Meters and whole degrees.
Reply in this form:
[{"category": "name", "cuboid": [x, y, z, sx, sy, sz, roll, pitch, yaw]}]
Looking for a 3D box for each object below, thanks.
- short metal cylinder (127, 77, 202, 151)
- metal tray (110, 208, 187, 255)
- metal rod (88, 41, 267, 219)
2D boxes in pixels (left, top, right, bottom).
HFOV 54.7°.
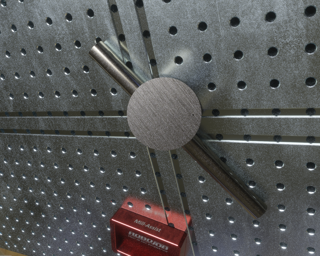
[{"category": "short metal cylinder", "cuboid": [0.006, -0.018, 0.358, 0.080, 0.050, 0.079, 1, 99, 4]}, {"category": "metal tray", "cuboid": [-0.022, 0.201, 0.541, 0.130, 0.030, 0.089, 15, 125, 19]}, {"category": "metal rod", "cuboid": [0.025, 0.005, 0.399, 0.300, 0.025, 0.025, 45, 129, -4]}]
